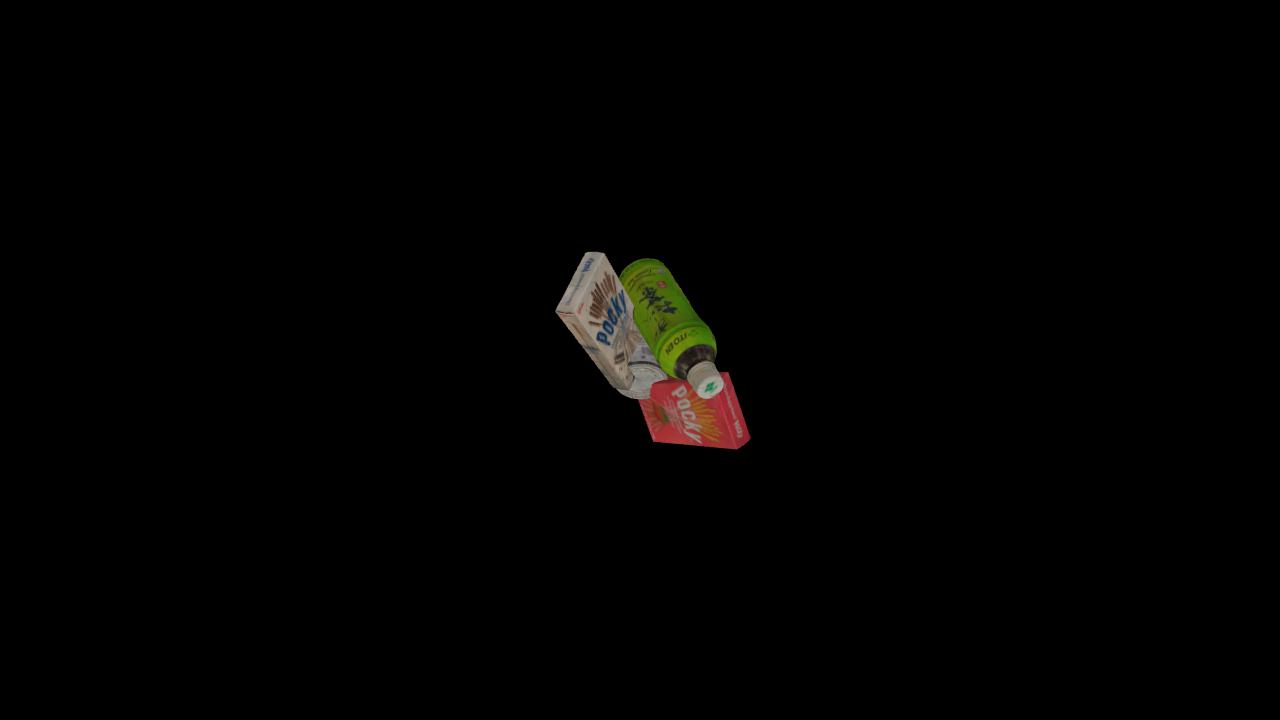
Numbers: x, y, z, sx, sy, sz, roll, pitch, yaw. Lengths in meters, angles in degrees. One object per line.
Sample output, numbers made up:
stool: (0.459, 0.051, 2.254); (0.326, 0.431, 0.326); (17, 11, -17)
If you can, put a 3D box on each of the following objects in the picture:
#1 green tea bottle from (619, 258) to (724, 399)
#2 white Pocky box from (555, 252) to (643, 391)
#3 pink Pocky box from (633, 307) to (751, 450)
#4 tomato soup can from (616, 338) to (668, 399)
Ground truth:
green tea bottle: (0.037, -0.035, 0.698); (0.073, 0.073, 0.212); (0, 40, -26)
white Pocky box: (-0.036, -0.040, 0.690); (0.028, 0.084, 0.154); (7, -30, 29)
pink Pocky box: (0.056, 0.059, 0.727); (0.029, 0.084, 0.155); (-28, 13, -34)
tomato soup can: (0.000, -0.009, 0.765); (0.068, 0.101, 0.068); (-2, -43, -2)
